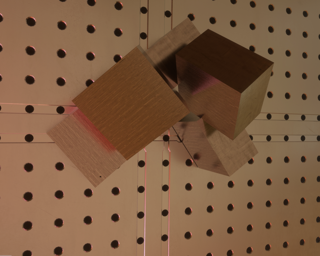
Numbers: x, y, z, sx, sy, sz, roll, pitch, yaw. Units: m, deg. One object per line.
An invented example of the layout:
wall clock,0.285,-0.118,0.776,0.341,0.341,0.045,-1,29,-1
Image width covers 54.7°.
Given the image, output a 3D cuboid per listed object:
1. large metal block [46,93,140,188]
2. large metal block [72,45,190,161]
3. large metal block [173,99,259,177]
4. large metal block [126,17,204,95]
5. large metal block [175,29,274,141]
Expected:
large metal block,-0.076,0.011,0.371,0.080,0.050,0.080,-41,104,-16
large metal block,-0.028,-0.028,0.320,0.080,0.050,0.080,-38,104,10
large metal block,0.069,0.011,0.408,0.050,0.080,0.080,-36,102,-17
large metal block,0.006,-0.081,0.385,0.080,0.080,0.050,-43,104,-15
large metal block,0.065,-0.046,0.333,0.080,0.080,0.050,38,68,27
